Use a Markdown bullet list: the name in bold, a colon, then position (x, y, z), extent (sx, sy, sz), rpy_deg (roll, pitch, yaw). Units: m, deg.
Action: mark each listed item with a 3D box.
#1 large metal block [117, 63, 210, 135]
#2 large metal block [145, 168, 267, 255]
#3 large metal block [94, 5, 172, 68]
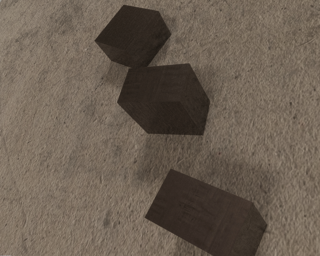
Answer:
- **large metal block**: position (0.008, -0.032, 0.383), extent (0.080, 0.080, 0.050), rpy_deg (1, 63, 28)
- **large metal block**: position (0.046, 0.088, 0.290), extent (0.080, 0.080, 0.050), rpy_deg (18, 71, 34)
- **large metal block**: position (-0.043, -0.145, 0.498), extent (0.080, 0.050, 0.080), rpy_deg (26, 76, 36)
